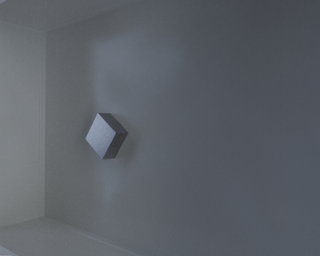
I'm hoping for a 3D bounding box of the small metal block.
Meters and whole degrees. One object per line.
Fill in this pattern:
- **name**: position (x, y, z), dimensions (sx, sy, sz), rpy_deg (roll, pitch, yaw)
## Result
- **small metal block**: position (-0.082, 0.012, 0.472), dimensions (0.050, 0.025, 0.050), rpy_deg (44, 116, 30)
